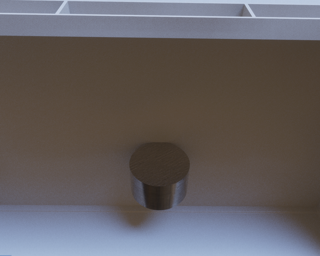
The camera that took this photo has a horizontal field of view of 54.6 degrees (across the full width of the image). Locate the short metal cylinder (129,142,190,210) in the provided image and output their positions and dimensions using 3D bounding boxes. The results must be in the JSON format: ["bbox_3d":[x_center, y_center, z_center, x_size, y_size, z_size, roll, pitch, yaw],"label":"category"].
[{"bbox_3d":[-0.001,0.065,0.428,0.080,0.080,0.050,1,130,-1],"label":"short metal cylinder"}]
